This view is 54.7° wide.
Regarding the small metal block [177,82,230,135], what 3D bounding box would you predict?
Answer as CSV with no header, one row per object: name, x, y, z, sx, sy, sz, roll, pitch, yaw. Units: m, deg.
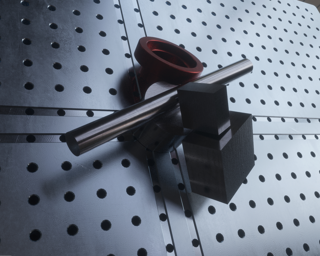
small metal block,0.051,-0.024,0.357,0.025,0.050,0.050,-34,123,-38

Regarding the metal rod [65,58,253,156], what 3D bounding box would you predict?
metal rod,0.025,-0.039,0.382,0.302,0.025,0.025,-27,77,-37

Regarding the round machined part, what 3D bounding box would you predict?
round machined part,0.009,-0.088,0.442,0.099,0.042,0.098,19,31,-12

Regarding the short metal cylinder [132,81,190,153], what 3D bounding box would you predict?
short metal cylinder,0.008,-0.014,0.406,0.081,0.050,0.080,14,56,-21

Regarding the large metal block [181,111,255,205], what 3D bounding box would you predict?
large metal block,0.076,0.032,0.386,0.080,0.050,0.080,-41,130,-39
